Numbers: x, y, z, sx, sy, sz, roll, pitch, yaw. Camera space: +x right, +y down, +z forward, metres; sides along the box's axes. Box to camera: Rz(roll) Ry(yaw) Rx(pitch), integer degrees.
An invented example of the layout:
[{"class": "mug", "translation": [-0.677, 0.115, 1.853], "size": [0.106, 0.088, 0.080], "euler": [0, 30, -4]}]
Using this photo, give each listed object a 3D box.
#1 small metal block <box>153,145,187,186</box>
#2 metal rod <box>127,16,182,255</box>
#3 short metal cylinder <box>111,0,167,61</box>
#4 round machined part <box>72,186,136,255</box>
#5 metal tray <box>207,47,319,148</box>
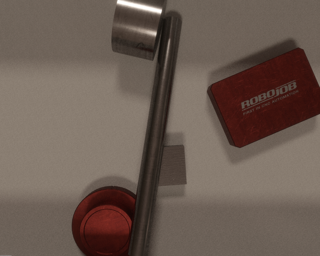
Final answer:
[{"class": "small metal block", "translation": [0.008, 0.049, 0.412], "size": [0.050, 0.025, 0.050], "euler": [-4, 90, -1]}, {"class": "metal rod", "translation": [-0.005, 0.004, 0.389], "size": [0.025, 0.025, 0.299], "euler": [9, 81, -1]}, {"class": "short metal cylinder", "translation": [-0.025, -0.128, 0.384], "size": [0.050, 0.080, 0.080], "euler": [13, 90, -1]}, {"class": "round machined part", "translation": [-0.066, 0.128, 0.402], "size": [0.099, 0.042, 0.097], "euler": [0, 90, -1]}, {"class": "metal tray", "translation": [0.140, -0.039, 0.411], "size": [0.131, 0.030, 0.090], "euler": [-23, 90, -1]}]
